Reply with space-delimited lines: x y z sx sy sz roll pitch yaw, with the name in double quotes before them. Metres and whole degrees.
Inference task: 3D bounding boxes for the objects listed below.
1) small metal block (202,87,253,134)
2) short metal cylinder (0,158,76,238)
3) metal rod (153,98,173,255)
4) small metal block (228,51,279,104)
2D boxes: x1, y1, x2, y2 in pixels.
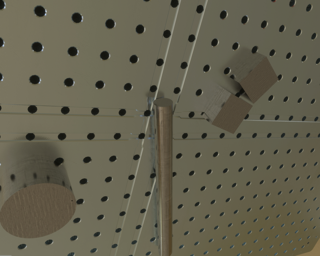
"small metal block" 0.098 -0.025 0.449 0.050 0.025 0.050 21 107 -36
"short metal cylinder" -0.145 0.082 0.366 0.081 0.050 0.079 -14 124 -21
"metal rod" 0.007 0.093 0.472 0.025 0.025 0.298 -15 125 -20
"small metal block" 0.133 -0.071 0.440 0.050 0.025 0.050 -45 129 3
